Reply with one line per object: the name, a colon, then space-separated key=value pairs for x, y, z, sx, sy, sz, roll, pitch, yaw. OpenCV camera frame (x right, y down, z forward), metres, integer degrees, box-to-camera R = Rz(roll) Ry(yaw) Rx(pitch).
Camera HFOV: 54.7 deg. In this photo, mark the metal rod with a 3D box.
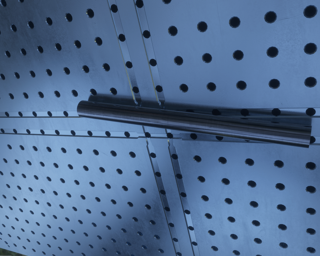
metal rod: x=0.024 y=-0.009 z=0.391 sx=0.301 sy=0.025 sz=0.025 roll=8 pitch=122 yaw=23
